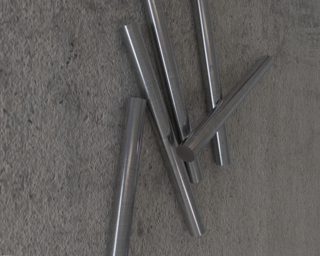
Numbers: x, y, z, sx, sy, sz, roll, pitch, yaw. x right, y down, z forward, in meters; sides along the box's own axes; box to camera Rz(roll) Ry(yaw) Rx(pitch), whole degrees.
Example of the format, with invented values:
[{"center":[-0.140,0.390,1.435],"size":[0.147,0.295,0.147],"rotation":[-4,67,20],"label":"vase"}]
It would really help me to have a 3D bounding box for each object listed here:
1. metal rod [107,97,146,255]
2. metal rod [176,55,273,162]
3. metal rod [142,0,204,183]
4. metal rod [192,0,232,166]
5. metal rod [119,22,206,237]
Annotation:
[{"center":[-0.045,0.113,0.366],"size":[0.025,0.025,0.298],"rotation":[11,83,-40],"label":"metal rod"},{"center":[0.113,-0.046,0.468],"size":[0.302,0.025,0.025],"rotation":[-43,116,-42],"label":"metal rod"},{"center":[0.014,-0.067,0.416],"size":[0.025,0.025,0.298],"rotation":[-24,105,-38],"label":"metal rod"},{"center":[0.076,-0.090,0.467],"size":[0.025,0.025,0.298],"rotation":[-16,100,-39],"label":"metal rod"},{"center":[0.009,0.013,0.411],"size":[0.025,0.025,0.298],"rotation":[-30,109,-36],"label":"metal rod"}]
